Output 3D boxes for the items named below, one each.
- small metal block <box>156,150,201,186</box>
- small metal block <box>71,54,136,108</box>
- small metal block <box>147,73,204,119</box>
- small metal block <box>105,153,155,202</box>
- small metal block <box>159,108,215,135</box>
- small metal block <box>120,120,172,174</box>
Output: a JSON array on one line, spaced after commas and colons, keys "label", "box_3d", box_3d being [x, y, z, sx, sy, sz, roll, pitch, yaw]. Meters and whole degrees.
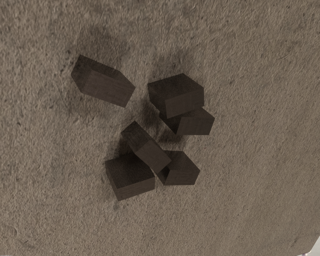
[{"label": "small metal block", "box_3d": [0.020, 0.056, 0.438, 0.050, 0.050, 0.025, 6, 116, -31]}, {"label": "small metal block", "box_3d": [-0.061, -0.050, 0.328, 0.050, 0.050, 0.025, 18, 109, -36]}, {"label": "small metal block", "box_3d": [0.019, -0.041, 0.377, 0.050, 0.050, 0.025, -19, 126, -18]}, {"label": "small metal block", "box_3d": [-0.040, 0.062, 0.407, 0.050, 0.050, 0.025, -15, 133, -20]}, {"label": "small metal block", "box_3d": [0.034, -0.014, 0.402, 0.050, 0.050, 0.025, 1, 118, -29]}, {"label": "small metal block", "box_3d": [-0.018, 0.024, 0.397, 0.025, 0.050, 0.050, -43, 130, 0]}]
